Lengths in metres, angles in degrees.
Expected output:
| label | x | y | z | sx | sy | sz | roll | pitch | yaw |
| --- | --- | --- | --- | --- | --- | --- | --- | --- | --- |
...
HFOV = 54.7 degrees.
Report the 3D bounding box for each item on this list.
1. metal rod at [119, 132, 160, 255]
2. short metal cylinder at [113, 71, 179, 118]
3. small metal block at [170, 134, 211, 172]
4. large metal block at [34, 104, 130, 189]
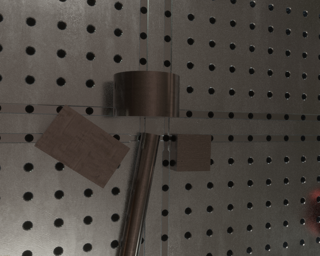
| label | x | y | z | sx | sy | sz | roll | pitch | yaw |
| --- | --- | --- | --- | --- | --- | --- | --- | --- | --- |
| metal rod | -0.038 | 0.154 | 0.399 | 0.025 | 0.025 | 0.298 | 11 | 86 | -20 |
| short metal cylinder | -0.016 | -0.038 | 0.378 | 0.081 | 0.080 | 0.050 | 1 | 90 | -20 |
| small metal block | 0.042 | 0.034 | 0.430 | 0.050 | 0.025 | 0.050 | 2 | 89 | -21 |
| large metal block | -0.090 | 0.019 | 0.351 | 0.080 | 0.080 | 0.050 | 37 | 78 | -17 |
